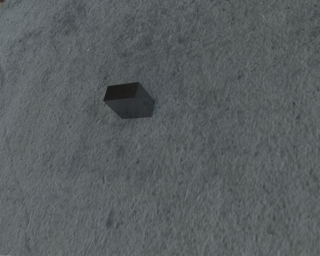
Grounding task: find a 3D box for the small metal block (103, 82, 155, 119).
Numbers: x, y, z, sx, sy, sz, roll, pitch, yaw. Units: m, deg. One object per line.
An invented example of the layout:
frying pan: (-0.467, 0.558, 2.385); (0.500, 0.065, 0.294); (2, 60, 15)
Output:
small metal block: (-0.042, -0.037, 0.434); (0.050, 0.050, 0.025); (-3, 60, 27)
